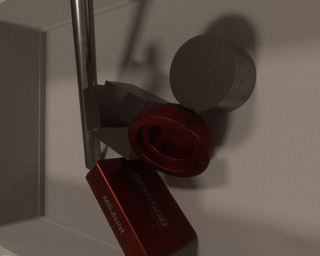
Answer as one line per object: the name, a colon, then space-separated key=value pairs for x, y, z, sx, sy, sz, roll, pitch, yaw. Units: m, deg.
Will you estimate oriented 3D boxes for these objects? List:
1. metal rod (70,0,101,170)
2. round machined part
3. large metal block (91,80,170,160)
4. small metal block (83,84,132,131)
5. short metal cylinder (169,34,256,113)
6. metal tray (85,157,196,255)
metal rod: x=-0.095 y=-0.061 z=0.407 sx=0.025 sy=0.025 sz=0.298 roll=35 pitch=135 yaw=34
round machined part: x=0.016 y=0.010 z=0.359 sx=0.098 sy=0.042 sz=0.097 roll=17 pitch=139 yaw=16
large metal block: x=-0.041 y=-0.012 z=0.422 sx=0.080 sy=0.050 sz=0.079 roll=29 pitch=108 yaw=36
small metal block: x=-0.062 y=-0.023 z=0.375 sx=0.025 sy=0.050 sz=0.050 roll=-12 pitch=83 yaw=39
short metal cylinder: x=0.058 y=-0.057 z=0.342 sx=0.080 sy=0.050 sz=0.079 roll=0 pitch=90 yaw=39
metal tray: x=-0.023 y=0.096 z=0.381 sx=0.030 sy=0.091 sz=0.130 roll=-49 pitch=61 yaw=29
